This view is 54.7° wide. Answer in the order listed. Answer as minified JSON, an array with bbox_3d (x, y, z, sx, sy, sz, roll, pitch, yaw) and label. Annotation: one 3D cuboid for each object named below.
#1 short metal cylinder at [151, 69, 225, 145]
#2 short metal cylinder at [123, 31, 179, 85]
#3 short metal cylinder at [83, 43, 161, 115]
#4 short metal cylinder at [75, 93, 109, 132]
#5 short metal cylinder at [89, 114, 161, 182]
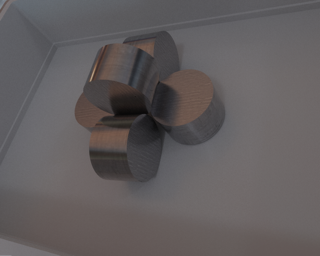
[{"bbox_3d":[0.034,-0.025,0.384,0.080,0.050,0.080,-13,56,21],"label":"short metal cylinder"},{"bbox_3d":[-0.012,-0.090,0.429,0.050,0.080,0.080,-1,61,27],"label":"short metal cylinder"},{"bbox_3d":[-0.044,-0.054,0.367,0.080,0.080,0.050,-1,61,28],"label":"short metal cylinder"},{"bbox_3d":[-0.072,-0.024,0.440,0.080,0.050,0.080,-13,56,21],"label":"short metal cylinder"},{"bbox_3d":[-0.039,0.024,0.374,0.050,0.080,0.080,-1,61,27],"label":"short metal cylinder"}]
